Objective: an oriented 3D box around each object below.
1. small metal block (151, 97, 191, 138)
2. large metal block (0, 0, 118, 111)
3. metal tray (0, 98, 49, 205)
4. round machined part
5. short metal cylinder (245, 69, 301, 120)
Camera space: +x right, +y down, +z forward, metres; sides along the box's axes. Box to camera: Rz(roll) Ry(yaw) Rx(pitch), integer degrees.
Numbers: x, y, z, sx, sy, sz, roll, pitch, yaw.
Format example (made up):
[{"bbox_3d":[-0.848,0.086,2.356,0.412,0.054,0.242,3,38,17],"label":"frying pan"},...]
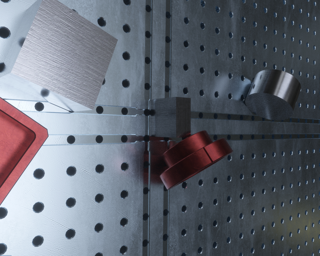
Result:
[{"bbox_3d":[0.013,-0.013,0.404,0.025,0.050,0.050,0,90,-40],"label":"small metal block"},{"bbox_3d":[-0.100,-0.069,0.309,0.080,0.050,0.080,26,74,-37],"label":"large metal block"},{"bbox_3d":[-0.175,0.004,0.259,0.130,0.030,0.090,42,65,-32],"label":"metal tray"},{"bbox_3d":[0.042,0.038,0.405,0.099,0.097,0.042,-21,75,-38],"label":"round machined part"},{"bbox_3d":[0.195,-0.056,0.537,0.080,0.080,0.050,41,65,-33],"label":"short metal cylinder"}]
